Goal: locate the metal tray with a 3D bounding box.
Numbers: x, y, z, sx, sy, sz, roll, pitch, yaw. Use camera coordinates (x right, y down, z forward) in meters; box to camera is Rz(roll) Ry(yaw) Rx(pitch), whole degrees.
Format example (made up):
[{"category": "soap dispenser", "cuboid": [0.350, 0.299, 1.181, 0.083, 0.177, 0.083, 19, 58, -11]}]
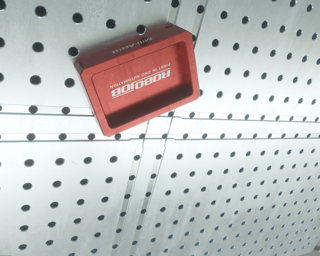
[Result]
[{"category": "metal tray", "cuboid": [-0.021, -0.054, 0.362, 0.131, 0.030, 0.090, -24, 127, -14]}]
